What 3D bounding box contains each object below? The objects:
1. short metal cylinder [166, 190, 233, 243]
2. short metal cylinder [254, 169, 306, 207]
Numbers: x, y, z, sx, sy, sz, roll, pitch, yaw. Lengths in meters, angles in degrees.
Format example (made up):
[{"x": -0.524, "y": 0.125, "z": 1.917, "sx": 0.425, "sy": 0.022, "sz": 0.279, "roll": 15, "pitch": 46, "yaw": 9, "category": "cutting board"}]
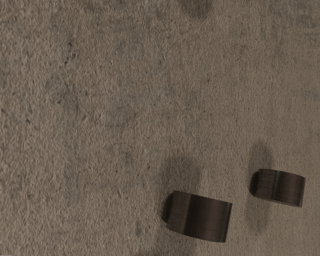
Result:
[{"x": 0.053, "y": 0.117, "z": 0.416, "sx": 0.080, "sy": 0.080, "sz": 0.050, "roll": 21, "pitch": 77, "yaw": -38, "category": "short metal cylinder"}, {"x": 0.213, "y": 0.107, "z": 0.551, "sx": 0.080, "sy": 0.080, "sz": 0.050, "roll": 23, "pitch": 76, "yaw": -38, "category": "short metal cylinder"}]
